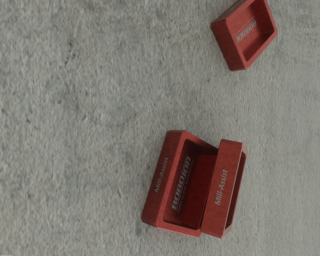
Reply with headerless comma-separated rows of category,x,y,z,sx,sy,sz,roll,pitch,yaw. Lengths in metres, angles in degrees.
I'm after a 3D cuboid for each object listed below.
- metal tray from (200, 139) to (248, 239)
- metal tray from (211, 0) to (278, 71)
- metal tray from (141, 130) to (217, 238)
metal tray,0.097,0.087,0.453,0.090,0.030,0.129,28,74,-67
metal tray,0.148,-0.168,0.527,0.131,0.030,0.090,-46,118,-30
metal tray,0.034,0.077,0.432,0.090,0.030,0.130,28,73,-37
